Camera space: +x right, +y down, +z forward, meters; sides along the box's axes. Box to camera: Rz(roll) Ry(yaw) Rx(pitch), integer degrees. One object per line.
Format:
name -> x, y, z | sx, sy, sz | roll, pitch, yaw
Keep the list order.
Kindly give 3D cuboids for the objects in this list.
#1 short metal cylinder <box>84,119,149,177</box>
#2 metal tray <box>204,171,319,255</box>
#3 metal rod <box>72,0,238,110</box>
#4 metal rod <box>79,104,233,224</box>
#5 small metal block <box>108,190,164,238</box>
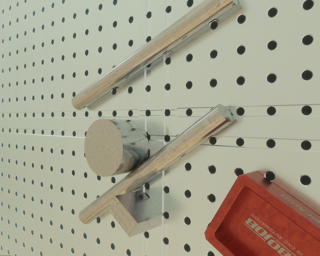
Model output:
short metal cylinder -> -0.063, 0.027, 0.442 | 0.080, 0.050, 0.079 | 0, 90, 39
metal tray -> 0.118, 0.116, 0.308 | 0.130, 0.030, 0.089 | 38, 113, 33
metal rod -> -0.029, -0.094, 0.431 | 0.299, 0.025, 0.025 | -26, 74, 36
metal rod -> -0.024, 0.064, 0.427 | 0.299, 0.025, 0.025 | -40, 66, 32
small metal block -> -0.033, 0.114, 0.418 | 0.050, 0.050, 0.025 | 42, 115, 31
